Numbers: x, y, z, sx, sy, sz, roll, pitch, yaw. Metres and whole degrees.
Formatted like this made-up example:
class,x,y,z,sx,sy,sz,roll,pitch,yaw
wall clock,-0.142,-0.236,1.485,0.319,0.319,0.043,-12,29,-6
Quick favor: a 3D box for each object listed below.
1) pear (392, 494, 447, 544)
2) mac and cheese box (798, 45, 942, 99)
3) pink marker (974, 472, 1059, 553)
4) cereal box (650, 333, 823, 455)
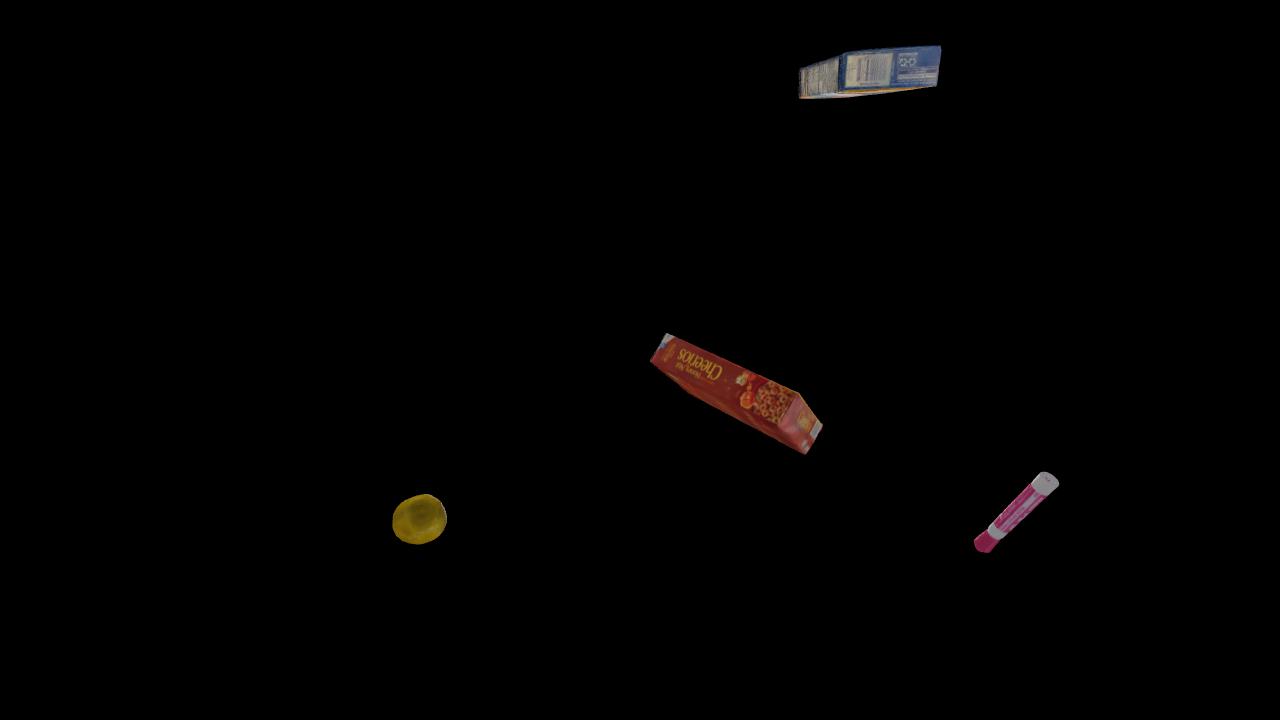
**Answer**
class,x,y,z,sx,sy,sz,roll,pitch,yaw
pear,-0.347,0.254,0.968,0.080,0.080,0.111,0,-20,-21
mac and cheese box,0.236,-0.305,0.661,0.093,0.041,0.184,-4,21,3
pink marker,0.386,0.161,0.638,0.020,0.121,0.020,11,38,-9
cereal box,0.188,0.064,1.209,0.306,0.081,0.203,28,-7,36
